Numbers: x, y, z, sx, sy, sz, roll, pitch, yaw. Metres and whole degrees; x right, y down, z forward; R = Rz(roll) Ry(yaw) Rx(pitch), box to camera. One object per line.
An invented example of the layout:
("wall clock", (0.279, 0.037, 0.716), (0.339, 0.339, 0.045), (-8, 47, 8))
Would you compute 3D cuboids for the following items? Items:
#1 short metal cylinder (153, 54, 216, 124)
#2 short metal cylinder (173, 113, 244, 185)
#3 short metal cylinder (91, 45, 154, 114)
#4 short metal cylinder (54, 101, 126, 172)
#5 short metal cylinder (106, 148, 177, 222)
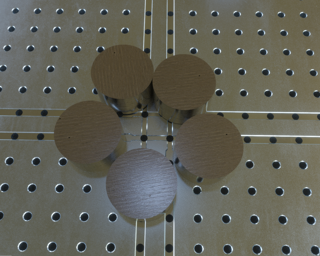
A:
("short metal cylinder", (0.031, -0.051, 0.416), (0.081, 0.050, 0.080), (0, 70, 0))
("short metal cylinder", (0.058, 0.028, 0.388), (0.081, 0.050, 0.080), (0, 71, 0))
("short metal cylinder", (-0.048, -0.065, 0.421), (0.081, 0.050, 0.080), (0, 70, 0))
("short metal cylinder", (-0.086, 0.012, 0.393), (0.081, 0.050, 0.080), (0, 70, 0))
("short metal cylinder", (-0.020, 0.069, 0.371), (0.080, 0.050, 0.080), (0, 70, 0))
